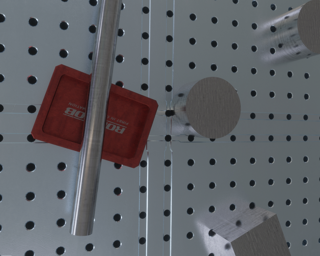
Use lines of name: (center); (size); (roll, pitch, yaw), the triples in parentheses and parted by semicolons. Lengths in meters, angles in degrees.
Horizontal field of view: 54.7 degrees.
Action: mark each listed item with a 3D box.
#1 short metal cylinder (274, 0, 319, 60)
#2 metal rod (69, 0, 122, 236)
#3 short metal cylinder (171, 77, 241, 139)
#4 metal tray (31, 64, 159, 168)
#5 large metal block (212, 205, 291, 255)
short metal cylinder: (0.227, -0.150, 0.482); (0.081, 0.050, 0.080); (0, 90, -20)
metal rod: (-0.071, -0.031, 0.353); (0.025, 0.025, 0.298); (8, 87, -20)
short metal cylinder: (0.061, -0.026, 0.422); (0.081, 0.050, 0.080); (0, 90, -20)
metal tray: (-0.077, -0.012, 0.381); (0.131, 0.030, 0.090); (20, 83, -19)
large metal block: (0.134, 0.172, 0.449); (0.081, 0.050, 0.080); (-24, 98, -19)
